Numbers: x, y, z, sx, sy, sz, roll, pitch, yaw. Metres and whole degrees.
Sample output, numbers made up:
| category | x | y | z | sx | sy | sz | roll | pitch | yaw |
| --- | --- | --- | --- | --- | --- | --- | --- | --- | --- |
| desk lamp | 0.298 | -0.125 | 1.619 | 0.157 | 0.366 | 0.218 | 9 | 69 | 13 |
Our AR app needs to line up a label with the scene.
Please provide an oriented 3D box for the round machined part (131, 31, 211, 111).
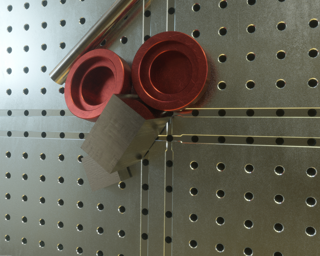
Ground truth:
| category | x | y | z | sx | sy | sz | roll | pitch | yaw |
| --- | --- | --- | --- | --- | --- | --- | --- | --- | --- |
| round machined part | 0.016 | -0.070 | 0.398 | 0.098 | 0.042 | 0.097 | 0 | 90 | 19 |

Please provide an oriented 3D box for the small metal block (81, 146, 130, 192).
| category | x | y | z | sx | sy | sz | roll | pitch | yaw |
| --- | --- | --- | --- | --- | --- | --- | --- | --- | --- |
| small metal block | -0.077 | 0.057 | 0.438 | 0.050 | 0.025 | 0.050 | -24 | 82 | 23 |

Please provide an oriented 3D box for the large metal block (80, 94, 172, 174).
| category | x | y | z | sx | sy | sz | roll | pitch | yaw |
| --- | --- | --- | --- | --- | --- | --- | --- | --- | --- |
| large metal block | -0.041 | 0.004 | 0.394 | 0.050 | 0.080 | 0.080 | 39 | 107 | 15 |

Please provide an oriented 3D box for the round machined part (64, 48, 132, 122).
| category | x | y | z | sx | sy | sz | roll | pitch | yaw |
| --- | --- | --- | --- | --- | --- | --- | --- | --- | --- |
| round machined part | -0.079 | -0.055 | 0.423 | 0.098 | 0.042 | 0.098 | -7 | 74 | 26 |

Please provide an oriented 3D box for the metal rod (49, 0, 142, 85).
| category | x | y | z | sx | sy | sz | roll | pitch | yaw |
| --- | --- | --- | --- | --- | --- | --- | --- | --- | --- |
| metal rod | -0.049 | -0.171 | 0.429 | 0.299 | 0.025 | 0.025 | -42 | 77 | 15 |
